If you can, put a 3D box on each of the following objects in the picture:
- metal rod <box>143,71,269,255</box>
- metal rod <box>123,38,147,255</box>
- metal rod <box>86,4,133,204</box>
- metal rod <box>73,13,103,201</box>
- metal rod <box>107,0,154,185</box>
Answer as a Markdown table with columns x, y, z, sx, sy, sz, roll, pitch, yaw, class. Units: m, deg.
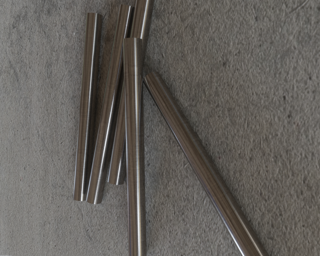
| x | y | z | sx | sy | sz | roll | pitch | yaw | class |
| --- | --- | --- | --- | --- | --- | --- | --- | --- | --- |
| 0.056 | 0.054 | 0.358 | 0.025 | 0.025 | 0.299 | -43 | 64 | 31 | metal rod |
| -0.033 | 0.033 | 0.417 | 0.025 | 0.025 | 0.298 | 3 | 97 | 40 | metal rod |
| -0.075 | -0.029 | 0.466 | 0.025 | 0.025 | 0.298 | 19 | 102 | 38 | metal rod |
| -0.117 | -0.031 | 0.502 | 0.025 | 0.025 | 0.298 | 9 | 96 | 39 | metal rod |
| -0.040 | -0.065 | 0.437 | 0.025 | 0.025 | 0.298 | 17 | 101 | 39 | metal rod |
